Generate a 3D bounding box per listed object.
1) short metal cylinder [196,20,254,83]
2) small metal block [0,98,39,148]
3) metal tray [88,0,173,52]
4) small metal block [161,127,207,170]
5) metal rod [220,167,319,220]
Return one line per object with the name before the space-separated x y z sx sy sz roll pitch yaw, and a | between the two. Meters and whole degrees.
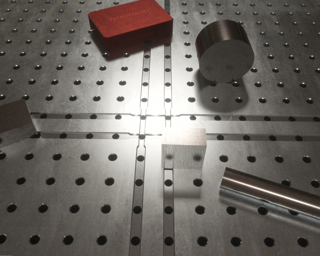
short metal cylinder | 0.097 -0.115 0.470 0.081 0.080 0.050 -2 50 -2
small metal block | -0.196 -0.007 0.411 0.050 0.025 0.050 -22 54 -18
metal tray | -0.053 -0.190 0.564 0.131 0.030 0.090 -21 53 -18
small metal block | 0.027 0.025 0.371 0.050 0.050 0.025 2 50 1
metal rod | 0.214 0.099 0.327 0.301 0.025 0.025 17 52 13
